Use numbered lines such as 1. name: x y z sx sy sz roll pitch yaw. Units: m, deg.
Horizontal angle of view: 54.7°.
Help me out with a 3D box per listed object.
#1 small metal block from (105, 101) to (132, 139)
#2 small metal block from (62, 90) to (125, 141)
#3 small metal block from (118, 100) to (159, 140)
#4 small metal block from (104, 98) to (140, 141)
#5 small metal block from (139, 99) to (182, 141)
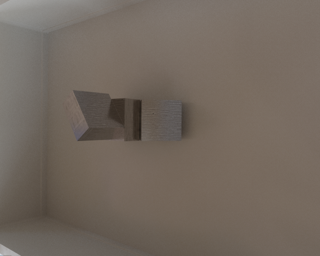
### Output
1. small metal block: -0.057 -0.011 0.432 0.025 0.050 0.050 1 91 7
2. small metal block: -0.075 -0.014 0.352 0.025 0.050 0.050 -43 64 32
3. small metal block: -0.028 -0.010 0.411 0.025 0.050 0.050 1 91 40
4. small metal block: -0.052 -0.010 0.381 0.050 0.025 0.050 1 90 40
5. small metal block: -0.001 -0.009 0.386 0.025 0.050 0.050 -178 88 -74
